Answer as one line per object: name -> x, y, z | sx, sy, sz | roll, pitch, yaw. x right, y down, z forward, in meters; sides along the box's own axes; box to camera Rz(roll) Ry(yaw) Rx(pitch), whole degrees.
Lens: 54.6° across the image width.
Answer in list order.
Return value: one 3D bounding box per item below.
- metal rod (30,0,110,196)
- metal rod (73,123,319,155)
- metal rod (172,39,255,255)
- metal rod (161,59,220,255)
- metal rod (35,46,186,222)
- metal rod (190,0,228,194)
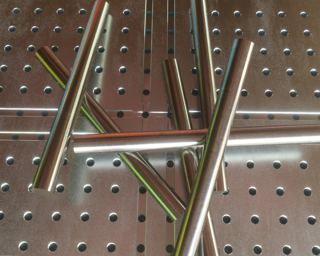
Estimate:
metal rod -> -0.108, -0.060, 0.406 | 0.025, 0.025, 0.300 | 7, 60, 2
metal rod -> 0.049, 0.013, 0.379 | 0.302, 0.025, 0.025 | -3, 70, -1
metal rod -> 0.055, 0.045, 0.352 | 0.025, 0.025, 0.299 | 16, 87, 6
metal rod -> 0.039, 0.046, 0.395 | 0.025, 0.025, 0.299 | -9, 70, -3
metal rod -> -0.072, -0.002, 0.412 | 0.025, 0.025, 0.300 | -39, 75, -13
metal rod -> 0.065, -0.061, 0.434 | 0.025, 0.025, 0.299 | -2, 70, -1
